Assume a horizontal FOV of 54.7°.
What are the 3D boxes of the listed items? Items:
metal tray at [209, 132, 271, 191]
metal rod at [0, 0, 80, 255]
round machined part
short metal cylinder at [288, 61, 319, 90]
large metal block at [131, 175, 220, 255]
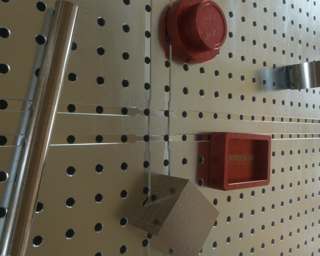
[{"bbox_3d":[0.138,0.054,0.521,0.131,0.030,0.089,4,88,-40],"label":"metal tray"},{"bbox_3d":[-0.122,0.018,0.306,0.025,0.025,0.299,16,80,-39],"label":"metal rod"},{"bbox_3d":[0.060,-0.145,0.448,0.099,0.042,0.097,0,90,-40],"label":"round machined part"},{"bbox_3d":[0.305,-0.109,0.629,0.081,0.080,0.050,-15,100,-39],"label":"short metal cylinder"},{"bbox_3d":[0.023,0.121,0.413,0.080,0.050,0.080,49,61,-29],"label":"large metal block"}]
